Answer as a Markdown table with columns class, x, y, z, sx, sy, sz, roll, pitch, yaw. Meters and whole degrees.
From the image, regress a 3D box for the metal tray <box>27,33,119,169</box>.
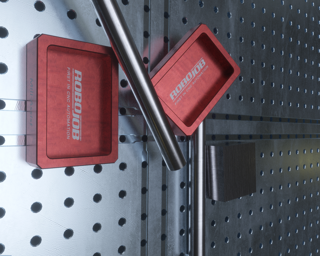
| class | x | y | z | sx | sy | sz | roll | pitch | yaw |
| --- | --- | --- | --- | --- | --- | --- | --- | --- | --- |
| metal tray | -0.091 | -0.025 | 0.331 | 0.091 | 0.030 | 0.129 | 0 | 90 | -40 |

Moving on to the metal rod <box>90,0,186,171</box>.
| class | x | y | z | sx | sy | sz | roll | pitch | yaw |
| --- | --- | --- | --- | --- | --- | --- | --- | --- | --- |
| metal rod | -0.035 | -0.078 | 0.342 | 0.025 | 0.025 | 0.299 | -40 | 117 | -33 |

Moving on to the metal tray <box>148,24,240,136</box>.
| class | x | y | z | sx | sy | sz | roll | pitch | yaw |
| --- | --- | --- | --- | --- | --- | --- | --- | --- | --- |
| metal tray | 0.041 | -0.064 | 0.418 | 0.090 | 0.030 | 0.130 | 46 | 71 | -19 |

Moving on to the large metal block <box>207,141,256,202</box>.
| class | x | y | z | sx | sy | sz | roll | pitch | yaw |
| --- | --- | --- | --- | --- | --- | --- | --- | --- | --- |
| large metal block | 0.105 | 0.064 | 0.484 | 0.081 | 0.050 | 0.079 | -3 | 92 | -40 |

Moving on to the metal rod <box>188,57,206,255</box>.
| class | x | y | z | sx | sy | sz | roll | pitch | yaw |
| --- | --- | --- | --- | --- | --- | --- | --- | --- | --- |
| metal rod | 0.055 | 0.043 | 0.457 | 0.025 | 0.025 | 0.298 | 0 | 90 | -40 |
